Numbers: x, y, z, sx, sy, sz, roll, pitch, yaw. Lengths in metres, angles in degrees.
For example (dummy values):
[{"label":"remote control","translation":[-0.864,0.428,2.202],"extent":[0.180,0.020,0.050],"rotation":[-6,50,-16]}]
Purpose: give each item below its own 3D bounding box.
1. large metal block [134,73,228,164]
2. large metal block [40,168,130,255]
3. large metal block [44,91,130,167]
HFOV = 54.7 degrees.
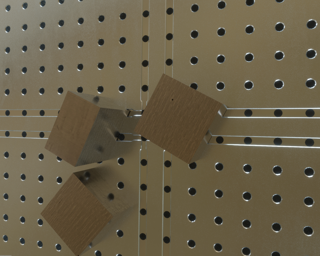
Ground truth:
[{"label":"large metal block","translation":[0.027,-0.012,0.389],"extent":[0.080,0.050,0.080],"rotation":[30,100,17]},{"label":"large metal block","translation":[-0.104,0.116,0.435],"extent":[0.080,0.050,0.080],"rotation":[43,103,14]},{"label":"large metal block","translation":[-0.095,0.000,0.415],"extent":[0.050,0.080,0.080],"rotation":[28,99,17]}]
